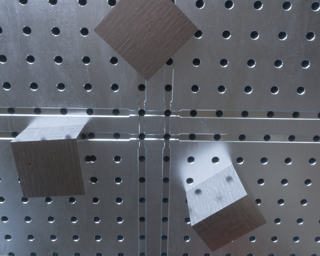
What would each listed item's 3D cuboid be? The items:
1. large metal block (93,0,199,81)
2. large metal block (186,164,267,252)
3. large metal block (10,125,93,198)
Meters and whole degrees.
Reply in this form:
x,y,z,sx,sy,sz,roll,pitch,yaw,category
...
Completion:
x,y,z,sx,sy,sz,roll,pitch,yaw,category
-0.015,-0.115,0.358,0.080,0.050,0.080,43,104,-15,large metal block
0.086,0.107,0.425,0.080,0.080,0.050,-33,107,11,large metal block
-0.140,0.044,0.414,0.081,0.050,0.079,-3,110,1,large metal block
